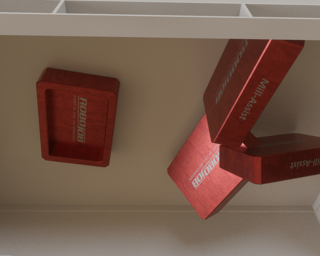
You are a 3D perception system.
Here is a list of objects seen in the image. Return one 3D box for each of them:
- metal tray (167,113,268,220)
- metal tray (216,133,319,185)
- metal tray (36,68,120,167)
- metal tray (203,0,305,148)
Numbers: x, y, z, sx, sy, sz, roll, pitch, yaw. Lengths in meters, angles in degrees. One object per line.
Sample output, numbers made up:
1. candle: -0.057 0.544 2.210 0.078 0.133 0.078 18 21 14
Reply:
1. metal tray: 0.070 0.048 0.408 0.030 0.090 0.129 -12 143 -43
2. metal tray: 0.144 0.032 0.373 0.131 0.090 0.030 -5 98 -18
3. metal tray: -0.104 -0.008 0.397 0.091 0.030 0.129 8 130 -8
4. metal tray: 0.086 -0.055 0.321 0.030 0.090 0.129 13 129 -11
